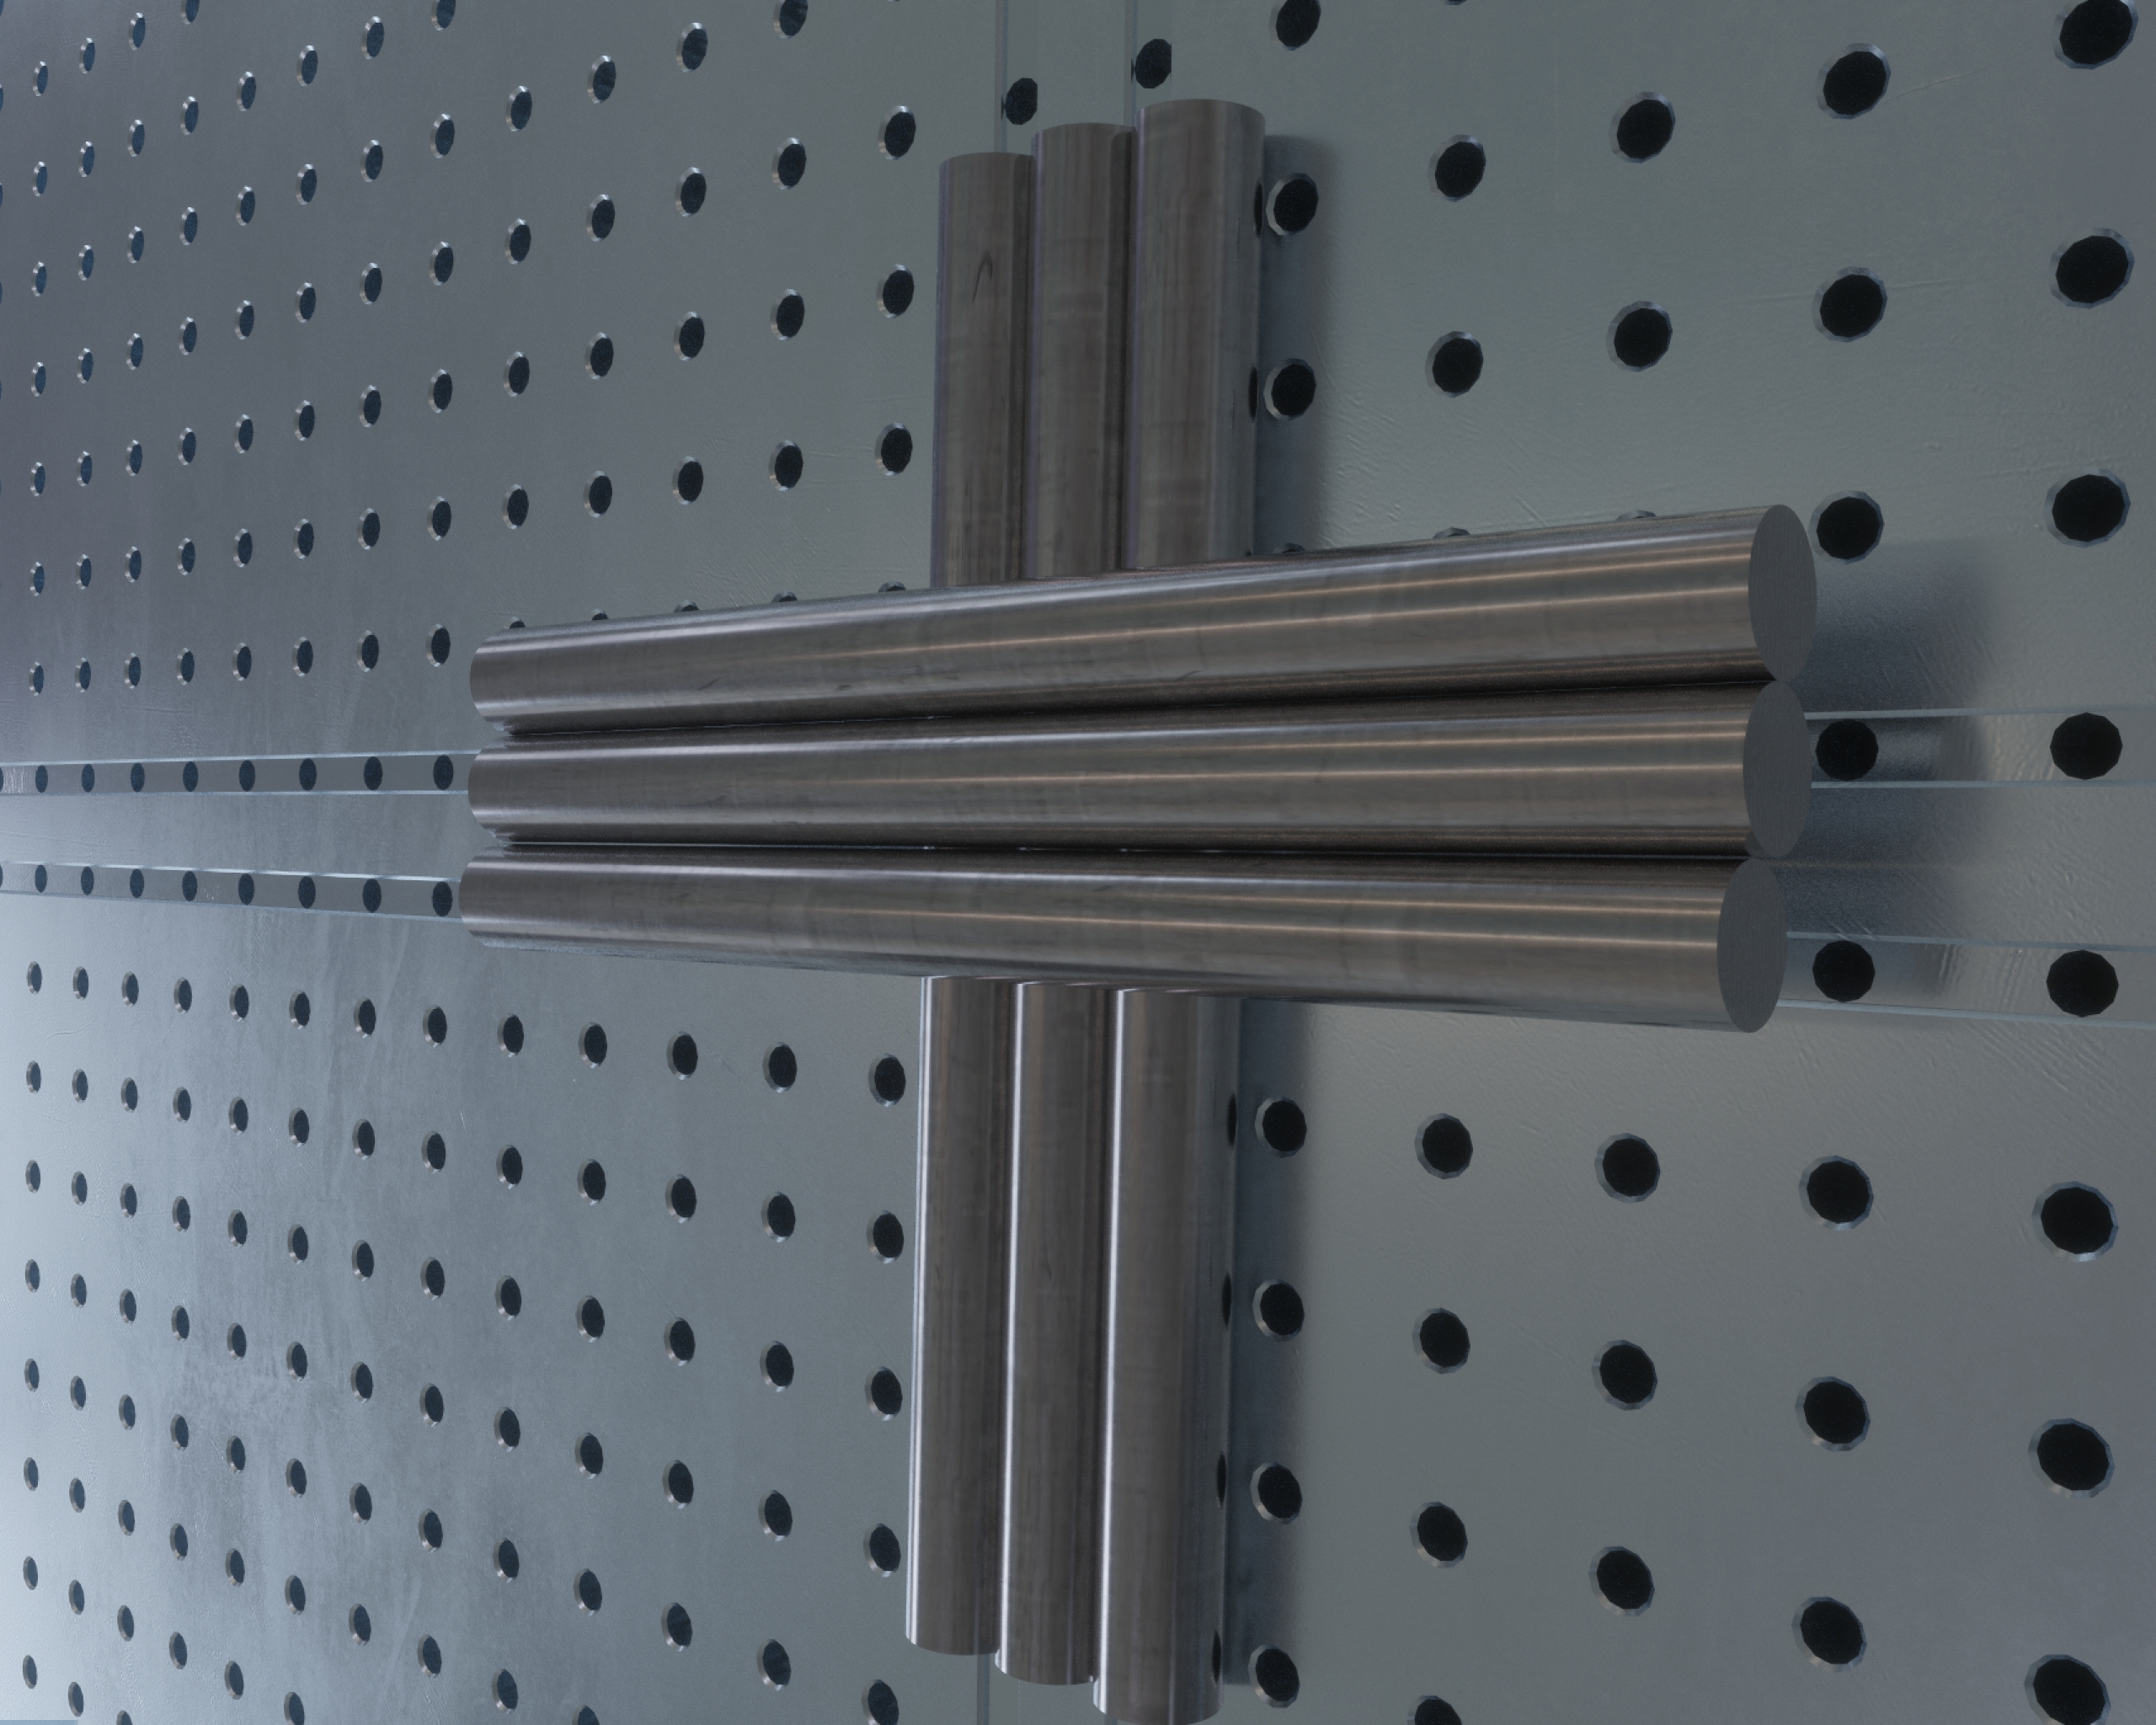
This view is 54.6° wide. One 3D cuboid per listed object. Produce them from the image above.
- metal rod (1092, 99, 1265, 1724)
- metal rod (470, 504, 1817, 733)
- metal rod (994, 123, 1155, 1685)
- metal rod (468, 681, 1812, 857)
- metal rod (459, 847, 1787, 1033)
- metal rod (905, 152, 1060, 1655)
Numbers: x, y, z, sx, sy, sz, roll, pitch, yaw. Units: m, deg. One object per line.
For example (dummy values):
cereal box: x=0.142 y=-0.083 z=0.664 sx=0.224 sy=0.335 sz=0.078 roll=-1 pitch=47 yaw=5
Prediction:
metal rod: x=0.019 y=0.010 z=0.395 sx=0.025 sy=0.025 sz=0.298 roll=2 pitch=92 yaw=40
metal rod: x=-0.016 y=-0.040 z=0.391 sx=0.300 sy=0.025 sz=0.025 roll=1 pitch=91 yaw=40
metal rod: x=0.000 y=0.009 z=0.411 sx=0.025 sy=0.025 sz=0.298 roll=2 pitch=92 yaw=40
metal rod: x=-0.016 y=-0.015 z=0.391 sx=0.300 sy=0.025 sz=0.025 roll=1 pitch=91 yaw=40
metal rod: x=-0.019 y=0.010 z=0.393 sx=0.300 sy=0.025 sz=0.025 roll=1 pitch=91 yaw=40
metal rod: x=-0.019 y=0.009 z=0.426 sx=0.025 sy=0.025 sz=0.298 roll=2 pitch=92 yaw=40
